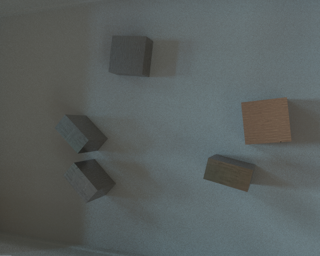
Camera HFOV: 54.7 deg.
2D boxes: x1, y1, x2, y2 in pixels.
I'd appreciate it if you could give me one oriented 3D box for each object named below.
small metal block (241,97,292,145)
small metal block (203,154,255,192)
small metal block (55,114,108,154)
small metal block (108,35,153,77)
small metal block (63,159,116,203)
[{"bbox_3d":[0.125,-0.008,0.366,0.050,0.025,0.050,-6,88,20],"label":"small metal block"},{"bbox_3d":[0.084,0.052,0.368,0.050,0.050,0.025,14,95,19],"label":"small metal block"},{"bbox_3d":[-0.110,0.008,0.436,0.050,0.050,0.025,45,104,14],"label":"small metal block"},{"bbox_3d":[-0.040,-0.098,0.424,0.050,0.025,0.050,8,93,19],"label":"small metal block"},{"bbox_3d":[-0.097,0.072,0.431,0.050,0.050,0.025,46,104,14],"label":"small metal block"}]
